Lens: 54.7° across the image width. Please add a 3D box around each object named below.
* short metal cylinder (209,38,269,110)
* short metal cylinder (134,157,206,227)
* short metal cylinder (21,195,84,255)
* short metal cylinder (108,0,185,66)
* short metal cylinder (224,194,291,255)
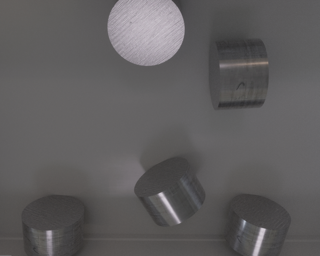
[{"bbox_3d":[0.088,-0.062,0.360,0.050,0.080,0.079,-3,110,1],"label":"short metal cylinder"},{"bbox_3d":[0.013,0.083,0.413,0.080,0.080,0.050,-27,108,9],"label":"short metal cylinder"},{"bbox_3d":[-0.147,0.137,0.431,0.081,0.080,0.050,5,110,-2],"label":"short metal cylinder"},{"bbox_3d":[-0.014,-0.116,0.344,0.080,0.050,0.079,0,126,0],"label":"short metal cylinder"},{"bbox_3d":[0.135,0.136,0.433,0.081,0.080,0.050,7,110,-3],"label":"short metal cylinder"}]
